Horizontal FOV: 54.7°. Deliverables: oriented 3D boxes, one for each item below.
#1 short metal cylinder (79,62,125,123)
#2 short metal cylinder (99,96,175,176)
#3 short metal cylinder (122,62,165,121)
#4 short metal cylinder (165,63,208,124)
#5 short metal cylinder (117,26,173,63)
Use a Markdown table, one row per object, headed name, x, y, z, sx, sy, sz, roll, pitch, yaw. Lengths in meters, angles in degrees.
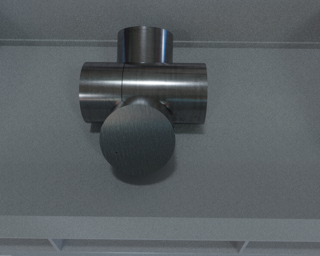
| name | x | y | z | sx | sy | sz | roll | pitch | yaw |
| --- | --- | --- | --- | --- | --- | --- | --- | --- | --- |
| short metal cylinder | -0.070 | -0.046 | 0.405 | 0.050 | 0.080 | 0.080 | 1 | 50 | 1 |
| short metal cylinder | -0.024 | 0.007 | 0.352 | 0.080 | 0.079 | 0.050 | 0 | 16 | 0 |
| short metal cylinder | -0.019 | -0.045 | 0.405 | 0.050 | 0.080 | 0.080 | 1 | 50 | 1 |
| short metal cylinder | 0.032 | -0.045 | 0.405 | 0.050 | 0.080 | 0.080 | 1 | 50 | 1 |
| short metal cylinder | -0.021 | -0.109 | 0.449 | 0.080 | 0.080 | 0.050 | 1 | 88 | 1 |
